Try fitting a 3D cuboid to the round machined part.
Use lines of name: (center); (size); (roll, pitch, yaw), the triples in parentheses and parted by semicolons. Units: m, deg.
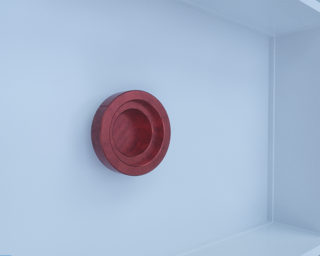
round machined part: (-0.038, 0.005, 0.366); (0.099, 0.042, 0.097); (0, 90, -40)
